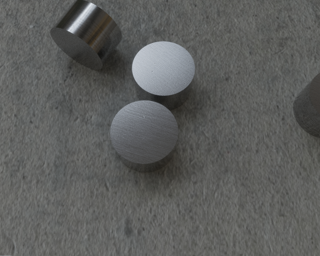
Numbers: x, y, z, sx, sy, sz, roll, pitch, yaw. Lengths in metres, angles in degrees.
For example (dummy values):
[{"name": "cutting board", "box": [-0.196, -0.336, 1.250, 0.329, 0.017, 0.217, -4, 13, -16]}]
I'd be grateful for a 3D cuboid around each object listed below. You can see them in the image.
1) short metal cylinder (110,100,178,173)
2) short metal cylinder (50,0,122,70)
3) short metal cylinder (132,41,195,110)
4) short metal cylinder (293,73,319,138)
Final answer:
[{"name": "short metal cylinder", "box": [-0.019, 0.012, 0.390, 0.081, 0.050, 0.080, 0, 70, 0]}, {"name": "short metal cylinder", "box": [-0.100, -0.125, 0.424, 0.080, 0.080, 0.050, 27, 72, 9]}, {"name": "short metal cylinder", "box": [0.004, -0.069, 0.420, 0.081, 0.050, 0.080, 0, 70, 0]}, {"name": "short metal cylinder", "box": [0.227, -0.031, 0.409, 0.081, 0.050, 0.080, 0, 70, 0]}]
